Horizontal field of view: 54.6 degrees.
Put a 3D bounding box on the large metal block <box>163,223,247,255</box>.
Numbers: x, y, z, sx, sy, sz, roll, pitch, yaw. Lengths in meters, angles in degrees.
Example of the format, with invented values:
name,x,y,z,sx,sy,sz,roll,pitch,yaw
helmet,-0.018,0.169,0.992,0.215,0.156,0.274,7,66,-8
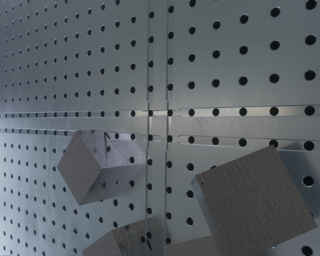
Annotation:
name,x,y,z,sx,sy,sz,roll,pitch,yaw
large metal block,0.060,0.158,0.344,0.080,0.050,0.080,-29,72,36

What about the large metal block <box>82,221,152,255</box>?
name,x,y,z,sx,sy,sz,roll,pitch,yaw
large metal block,-0.057,0.192,0.441,0.080,0.050,0.080,-42,65,32

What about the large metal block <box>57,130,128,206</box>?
name,x,y,z,sx,sy,sz,roll,pitch,yaw
large metal block,-0.107,0.059,0.483,0.080,0.050,0.080,49,119,29

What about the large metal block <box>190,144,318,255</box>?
name,x,y,z,sx,sy,sz,roll,pitch,yaw
large metal block,0.084,0.072,0.297,0.080,0.050,0.080,-21,72,-7
